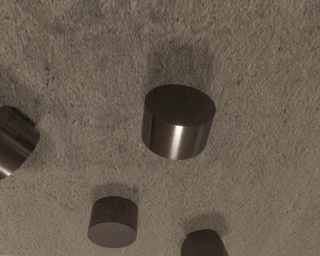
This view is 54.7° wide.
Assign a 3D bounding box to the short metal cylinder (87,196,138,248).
[{"bbox_3d":[-0.079,0.161,0.527,0.081,0.050,0.079,0,130,0],"label":"short metal cylinder"}]

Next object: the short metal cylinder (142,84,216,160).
[{"bbox_3d":[0.020,-0.009,0.364,0.081,0.080,0.050,5,130,-5],"label":"short metal cylinder"}]

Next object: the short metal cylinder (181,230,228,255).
[{"bbox_3d":[0.085,0.238,0.576,0.080,0.080,0.050,-16,128,13],"label":"short metal cylinder"}]

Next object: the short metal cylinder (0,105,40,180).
[{"bbox_3d":[-0.198,0.018,0.383,0.080,0.080,0.050,-26,126,20],"label":"short metal cylinder"}]
